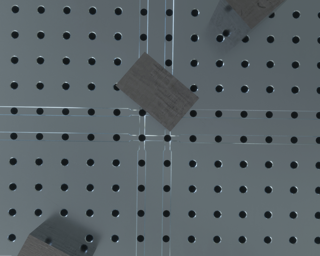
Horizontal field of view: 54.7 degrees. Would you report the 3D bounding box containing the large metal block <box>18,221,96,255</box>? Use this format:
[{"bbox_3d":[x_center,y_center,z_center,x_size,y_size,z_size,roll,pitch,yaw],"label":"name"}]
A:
[{"bbox_3d":[-0.142,0.182,0.399,0.080,0.050,0.080,28,90,-1],"label":"large metal block"}]

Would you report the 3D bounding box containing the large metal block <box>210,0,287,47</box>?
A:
[{"bbox_3d":[0.116,-0.156,0.387,0.080,0.080,0.050,-41,91,0],"label":"large metal block"}]

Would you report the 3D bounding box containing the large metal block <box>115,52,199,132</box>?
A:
[{"bbox_3d":[-0.003,-0.041,0.386,0.080,0.080,0.050,40,90,-1],"label":"large metal block"}]
